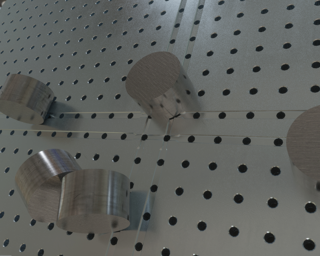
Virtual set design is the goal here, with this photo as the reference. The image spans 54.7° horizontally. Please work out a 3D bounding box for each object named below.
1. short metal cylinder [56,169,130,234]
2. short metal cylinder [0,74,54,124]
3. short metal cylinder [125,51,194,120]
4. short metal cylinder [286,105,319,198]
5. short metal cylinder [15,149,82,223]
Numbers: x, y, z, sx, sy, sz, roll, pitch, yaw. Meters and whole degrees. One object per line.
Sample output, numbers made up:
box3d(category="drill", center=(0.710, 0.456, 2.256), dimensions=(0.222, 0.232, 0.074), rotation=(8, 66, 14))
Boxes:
box3d(category="short metal cylinder", center=(-0.075, 0.087, 0.359), dimensions=(0.080, 0.080, 0.050), rotation=(-16, 55, 19))
box3d(category="short metal cylinder", center=(-0.227, -0.047, 0.521), dimensions=(0.080, 0.080, 0.050), rotation=(-1, 62, 28))
box3d(category="short metal cylinder", center=(0.000, -0.058, 0.428), dimensions=(0.080, 0.050, 0.080), rotation=(-13, 56, 21))
box3d(category="short metal cylinder", center=(0.165, 0.023, 0.291), dimensions=(0.080, 0.050, 0.080), rotation=(-13, 56, 21))
box3d(category="short metal cylinder", center=(-0.137, 0.074, 0.400), dimensions=(0.080, 0.080, 0.050), rotation=(-47, 51, -4))
